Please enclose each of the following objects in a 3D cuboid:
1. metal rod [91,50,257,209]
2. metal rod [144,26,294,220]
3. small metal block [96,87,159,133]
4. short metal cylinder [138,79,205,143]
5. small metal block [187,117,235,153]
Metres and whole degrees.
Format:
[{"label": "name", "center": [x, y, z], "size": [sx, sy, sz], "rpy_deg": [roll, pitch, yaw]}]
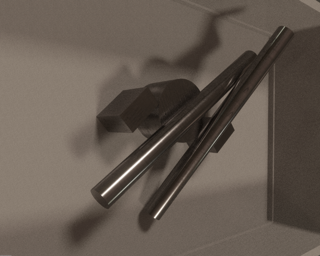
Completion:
[{"label": "metal rod", "center": [0.038, -0.017, 0.375], "size": [0.302, 0.025, 0.025], "rpy_deg": [-42, 116, -32]}, {"label": "metal rod", "center": [0.079, -0.009, 0.406], "size": [0.025, 0.025, 0.300], "rpy_deg": [40, 85, -34]}, {"label": "small metal block", "center": [-0.038, -0.021, 0.360], "size": [0.050, 0.050, 0.025], "rpy_deg": [-50, 120, -29]}, {"label": "short metal cylinder", "center": [0.013, -0.022, 0.404], "size": [0.081, 0.050, 0.079], "rpy_deg": [0, 90, -40]}, {"label": "small metal block", "center": [0.072, 0.009, 0.453], "size": [0.050, 0.050, 0.025], "rpy_deg": [-46, 119, -30]}]
